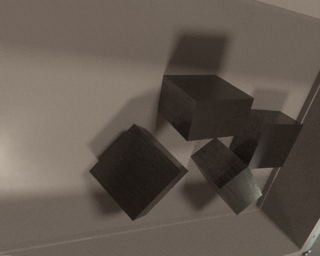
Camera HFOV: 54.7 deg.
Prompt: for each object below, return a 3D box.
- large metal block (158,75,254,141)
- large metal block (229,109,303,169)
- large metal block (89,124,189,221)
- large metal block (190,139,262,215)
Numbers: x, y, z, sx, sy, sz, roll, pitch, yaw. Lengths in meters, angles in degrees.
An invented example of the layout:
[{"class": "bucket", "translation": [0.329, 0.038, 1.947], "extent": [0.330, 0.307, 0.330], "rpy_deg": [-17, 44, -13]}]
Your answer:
[{"class": "large metal block", "translation": [0.054, -0.029, 0.386], "extent": [0.081, 0.080, 0.050], "rpy_deg": [-5, 121, -26]}, {"class": "large metal block", "translation": [0.168, 0.017, 0.498], "extent": [0.081, 0.050, 0.079], "rpy_deg": [2, 118, -30]}, {"class": "large metal block", "translation": [-0.025, 0.054, 0.385], "extent": [0.080, 0.080, 0.050], "rpy_deg": [-47, 164, 4]}, {"class": "large metal block", "translation": [0.102, 0.073, 0.476], "extent": [0.050, 0.080, 0.080], "rpy_deg": [-38, 130, -3]}]
